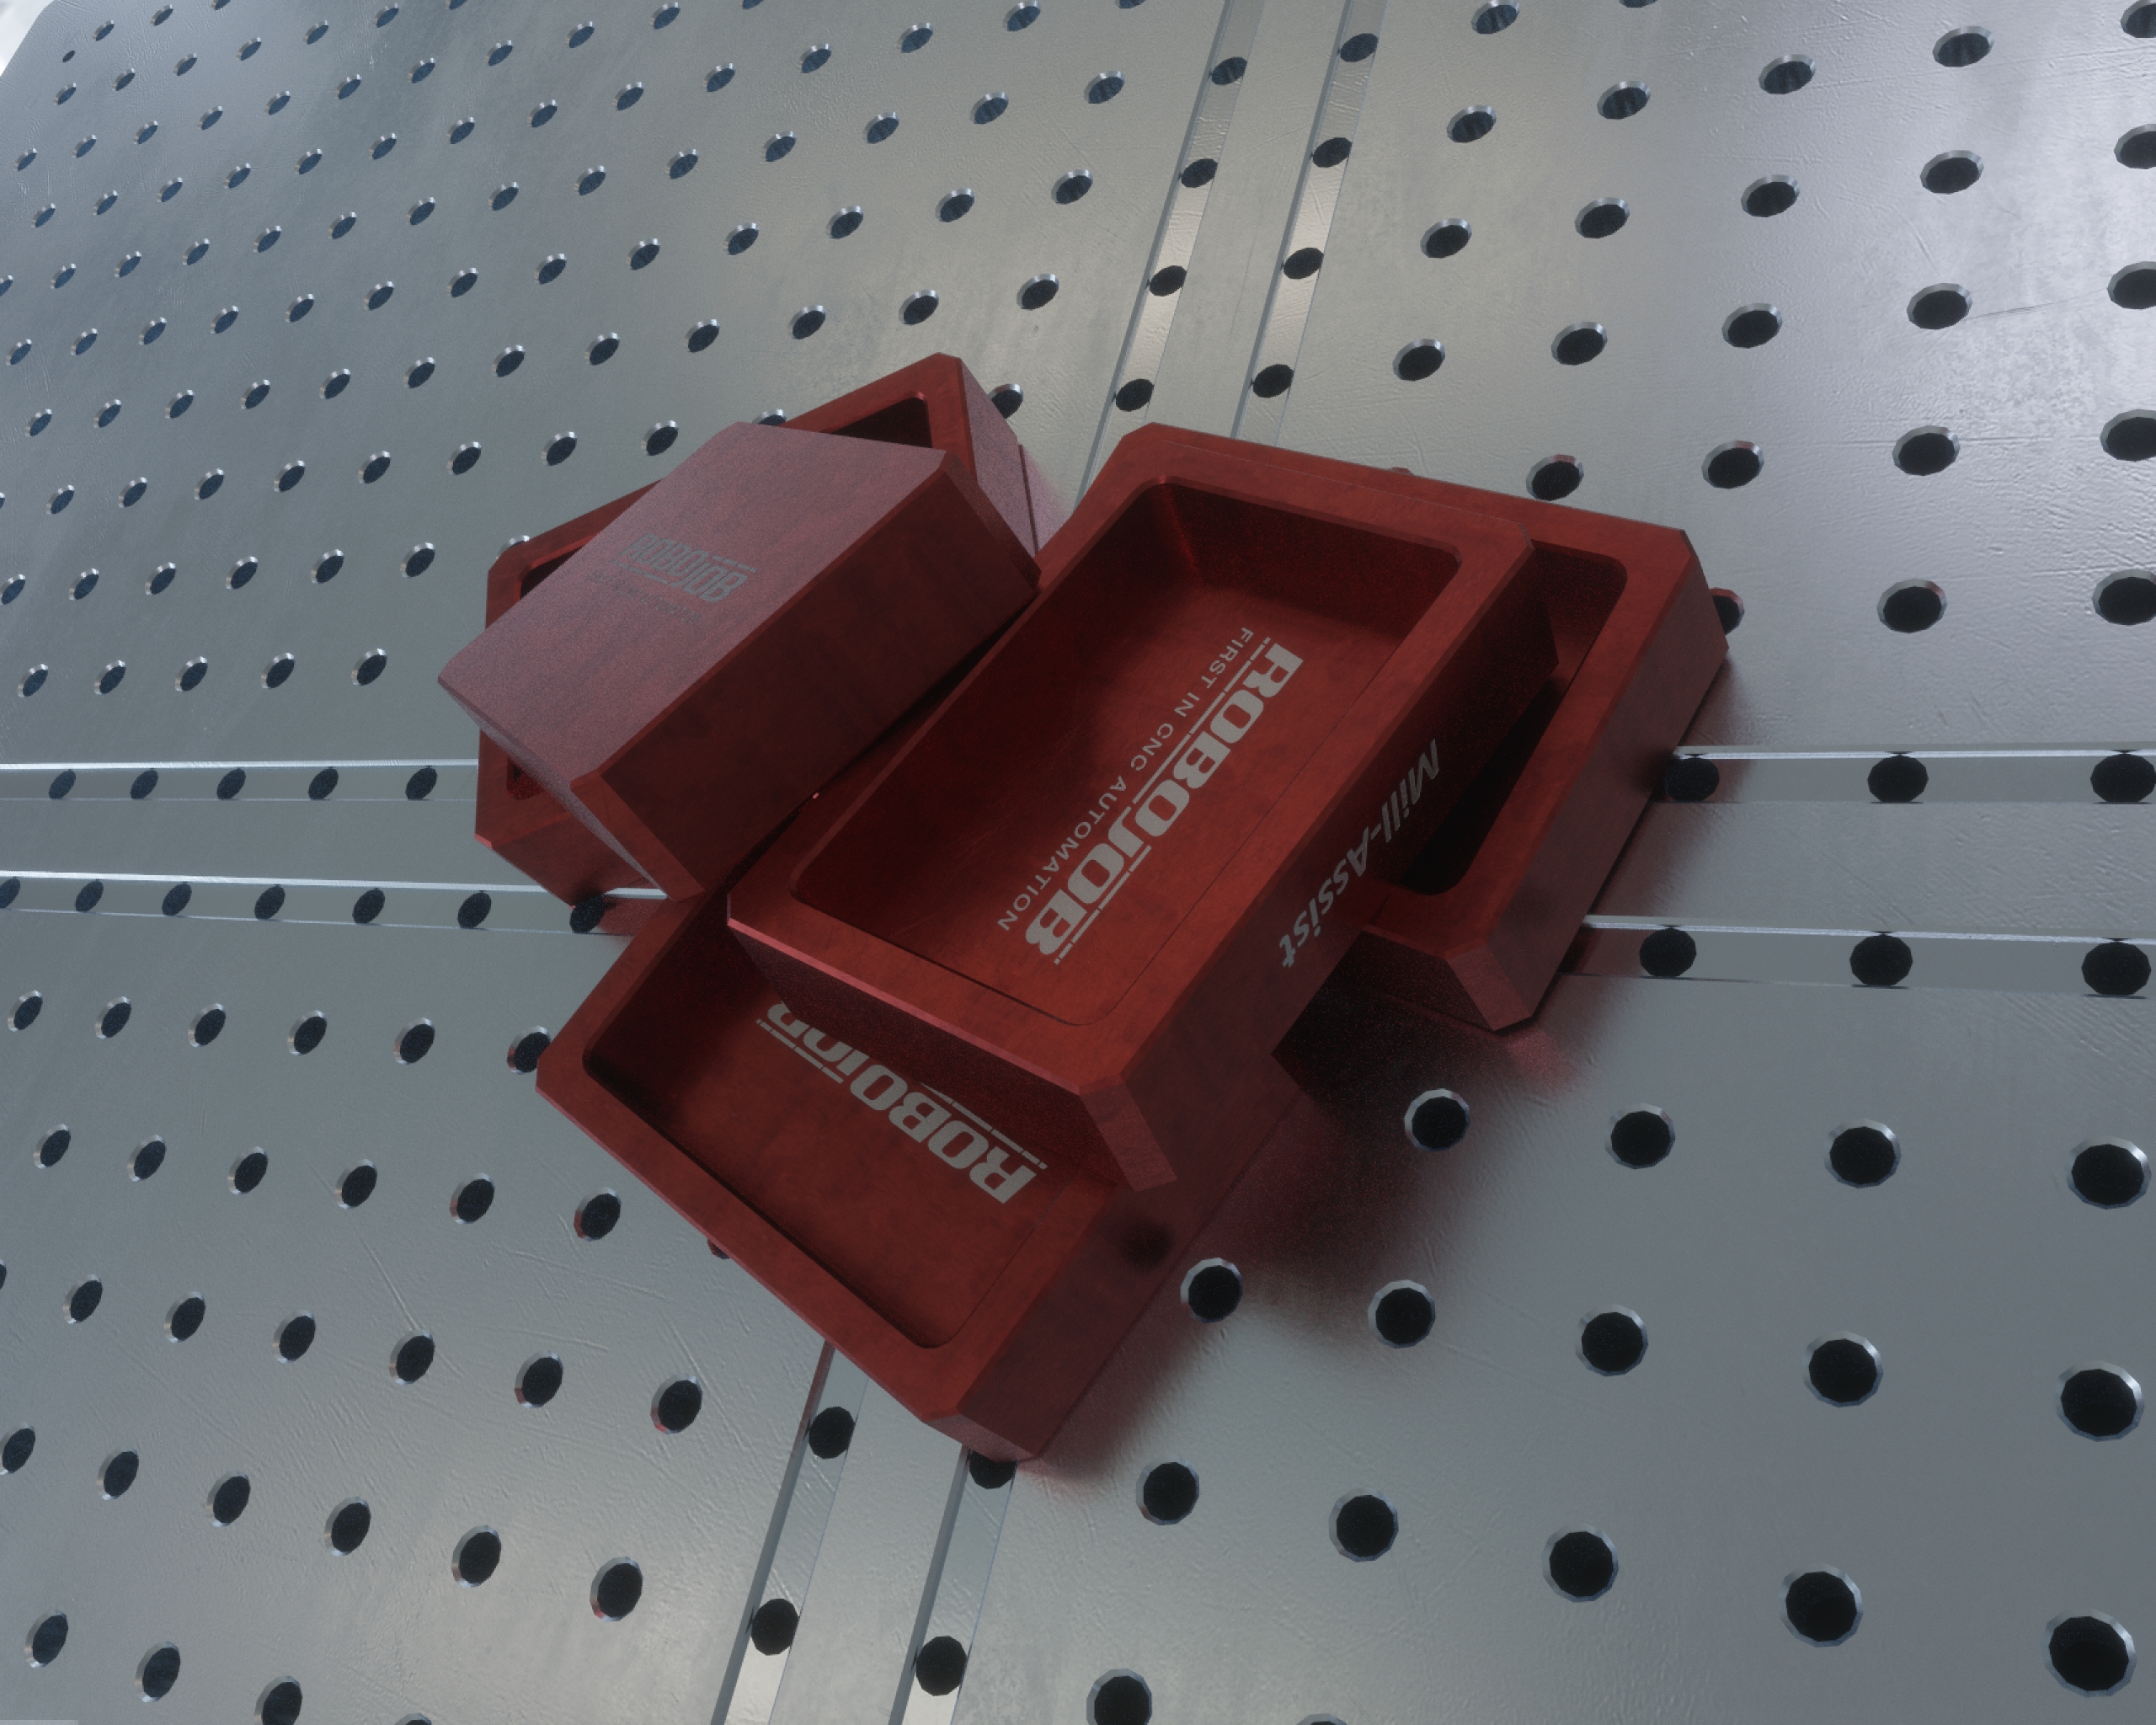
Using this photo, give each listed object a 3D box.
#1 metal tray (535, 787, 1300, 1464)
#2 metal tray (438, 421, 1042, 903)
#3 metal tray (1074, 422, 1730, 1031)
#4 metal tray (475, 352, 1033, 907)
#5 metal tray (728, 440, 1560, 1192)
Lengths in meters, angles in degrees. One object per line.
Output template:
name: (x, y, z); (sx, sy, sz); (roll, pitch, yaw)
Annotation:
metal tray: (-0.034, 0.040, 0.399); (0.130, 0.030, 0.090); (30, 78, 37)
metal tray: (-0.073, -0.047, 0.421); (0.090, 0.030, 0.130); (-43, 28, -11)
metal tray: (0.044, -0.031, 0.401); (0.130, 0.030, 0.090); (21, 72, 36)
metal tray: (-0.074, -0.053, 0.477); (0.130, 0.030, 0.090); (-20, 54, 16)
metal tray: (0.013, -0.015, 0.368); (0.090, 0.030, 0.130); (22, 62, 36)
